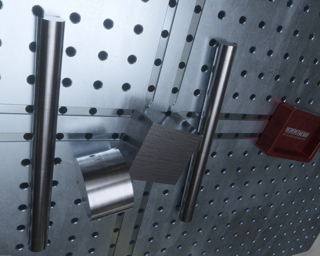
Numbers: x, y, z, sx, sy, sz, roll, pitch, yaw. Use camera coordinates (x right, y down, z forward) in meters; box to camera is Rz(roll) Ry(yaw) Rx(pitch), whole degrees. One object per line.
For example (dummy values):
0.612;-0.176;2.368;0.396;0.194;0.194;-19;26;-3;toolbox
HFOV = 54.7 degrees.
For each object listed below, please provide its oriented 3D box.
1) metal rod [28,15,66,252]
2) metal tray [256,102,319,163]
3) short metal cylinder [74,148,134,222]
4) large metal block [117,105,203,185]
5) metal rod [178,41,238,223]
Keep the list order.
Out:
-0.134;0.027;0.355;0.025;0.025;0.298;-1;119;-28;metal rod
0.242;0.011;0.550;0.131;0.030;0.089;11;113;-34;metal tray
-0.070;0.069;0.381;0.050;0.080;0.079;-13;124;-22;short metal cylinder
-0.004;0.024;0.410;0.081;0.050;0.080;15;110;-35;large metal block
0.065;0.023;0.462;0.025;0.025;0.298;-6;121;-26;metal rod
